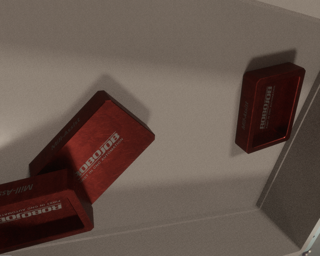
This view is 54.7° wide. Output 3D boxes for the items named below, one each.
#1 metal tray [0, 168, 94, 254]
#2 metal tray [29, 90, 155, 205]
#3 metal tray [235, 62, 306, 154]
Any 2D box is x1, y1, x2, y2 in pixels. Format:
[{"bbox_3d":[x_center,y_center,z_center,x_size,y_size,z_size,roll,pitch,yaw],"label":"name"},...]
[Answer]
[{"bbox_3d":[-0.152,0.099,0.356,0.131,0.030,0.090,-13,134,-4],"label":"metal tray"},{"bbox_3d":[-0.081,0.029,0.380,0.130,0.030,0.090,-46,130,4],"label":"metal tray"},{"bbox_3d":[0.169,-0.030,0.481,0.091,0.030,0.129,-15,125,-20],"label":"metal tray"}]
